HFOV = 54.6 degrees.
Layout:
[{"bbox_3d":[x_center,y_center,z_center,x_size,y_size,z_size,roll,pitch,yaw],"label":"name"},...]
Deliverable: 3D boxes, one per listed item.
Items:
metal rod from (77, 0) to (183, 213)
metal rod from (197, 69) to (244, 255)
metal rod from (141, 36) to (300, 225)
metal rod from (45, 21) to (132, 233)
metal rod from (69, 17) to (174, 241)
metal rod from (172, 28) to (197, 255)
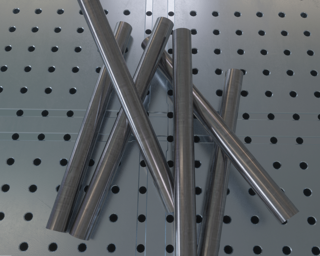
[{"bbox_3d":[-0.039,-0.040,0.375,0.025,0.025,0.299,-23,91,-8],"label":"metal rod"},{"bbox_3d":[0.074,0.060,0.390,0.025,0.025,0.299,11,70,4],"label":"metal rod"},{"bbox_3d":[0.061,-0.015,0.395,0.025,0.025,0.299,-30,65,-10],"label":"metal rod"},{"bbox_3d":[-0.088,-0.016,0.416,0.025,0.025,0.299,13,70,4],"label":"metal rod"},{"bbox_3d":[-0.044,-0.009,0.397,0.025,0.025,0.299,19,78,7],"label":"metal rod"},{"bbox_3d":[0.029,0.020,0.372,0.025,0.025,0.299,0,76,0],"label":"metal rod"}]
